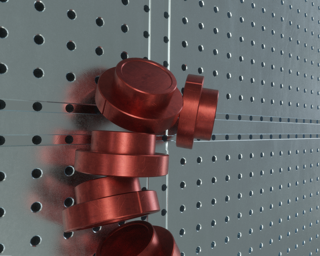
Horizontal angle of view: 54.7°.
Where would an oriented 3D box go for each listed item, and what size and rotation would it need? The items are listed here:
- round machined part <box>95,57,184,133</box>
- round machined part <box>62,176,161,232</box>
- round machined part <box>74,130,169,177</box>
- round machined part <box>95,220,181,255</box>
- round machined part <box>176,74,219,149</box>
[{"bbox_3d":[-0.020,-0.043,0.346,0.099,0.098,0.042,-19,144,-39],"label":"round machined part"},{"bbox_3d":[-0.052,0.077,0.325,0.099,0.098,0.042,2,67,-40],"label":"round machined part"},{"bbox_3d":[-0.039,0.025,0.331,0.099,0.098,0.042,6,87,-40],"label":"round machined part"},{"bbox_3d":[-0.030,0.140,0.338,0.099,0.098,0.042,-35,112,-35],"label":"round machined part"},{"bbox_3d":[0.051,-0.020,0.408,0.098,0.042,0.097,8,92,-83],"label":"round machined part"}]
